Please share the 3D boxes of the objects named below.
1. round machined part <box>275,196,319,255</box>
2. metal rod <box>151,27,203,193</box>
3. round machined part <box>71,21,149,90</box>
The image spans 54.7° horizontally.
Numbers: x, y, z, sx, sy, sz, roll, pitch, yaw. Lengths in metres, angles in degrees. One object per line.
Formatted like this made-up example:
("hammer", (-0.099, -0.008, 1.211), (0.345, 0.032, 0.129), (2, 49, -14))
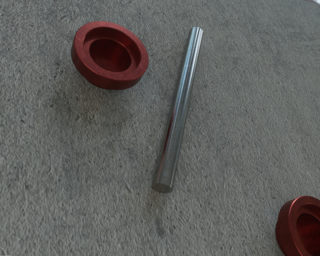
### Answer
("round machined part", (0.194, 0.143, 0.410), (0.099, 0.042, 0.098), (14, 56, -21))
("metal rod", (0.033, -0.047, 0.449), (0.025, 0.025, 0.300), (24, 53, -13))
("round machined part", (-0.068, -0.090, 0.411), (0.099, 0.042, 0.098), (14, 56, -21))
